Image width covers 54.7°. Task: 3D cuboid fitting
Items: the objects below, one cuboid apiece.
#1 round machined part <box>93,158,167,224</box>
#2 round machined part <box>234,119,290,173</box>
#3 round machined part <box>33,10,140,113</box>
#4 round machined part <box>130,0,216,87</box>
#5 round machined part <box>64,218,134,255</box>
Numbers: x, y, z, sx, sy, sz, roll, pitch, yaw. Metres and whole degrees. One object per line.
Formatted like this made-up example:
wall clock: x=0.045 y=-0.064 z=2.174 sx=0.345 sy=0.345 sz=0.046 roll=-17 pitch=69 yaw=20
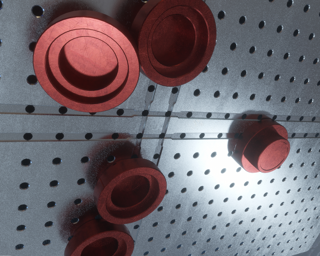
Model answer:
round machined part: x=-0.044 y=0.082 z=0.428 sx=0.099 sy=0.042 sz=0.097 roll=-14 pitch=125 yaw=-21
round machined part: x=0.179 y=0.037 z=0.524 sx=0.099 sy=0.042 sz=0.097 roll=-14 pitch=124 yaw=-21
round machined part: x=-0.070 y=-0.067 z=0.308 sx=0.099 sy=0.042 sz=0.097 roll=-3 pitch=125 yaw=-4
round machined part: x=0.011 y=-0.099 z=0.343 sx=0.099 sy=0.042 sz=0.097 roll=-16 pitch=123 yaw=-25
round machined part: x=-0.092 y=0.174 z=0.459 sx=0.099 sy=0.042 sz=0.097 roll=-14 pitch=125 yaw=-21
